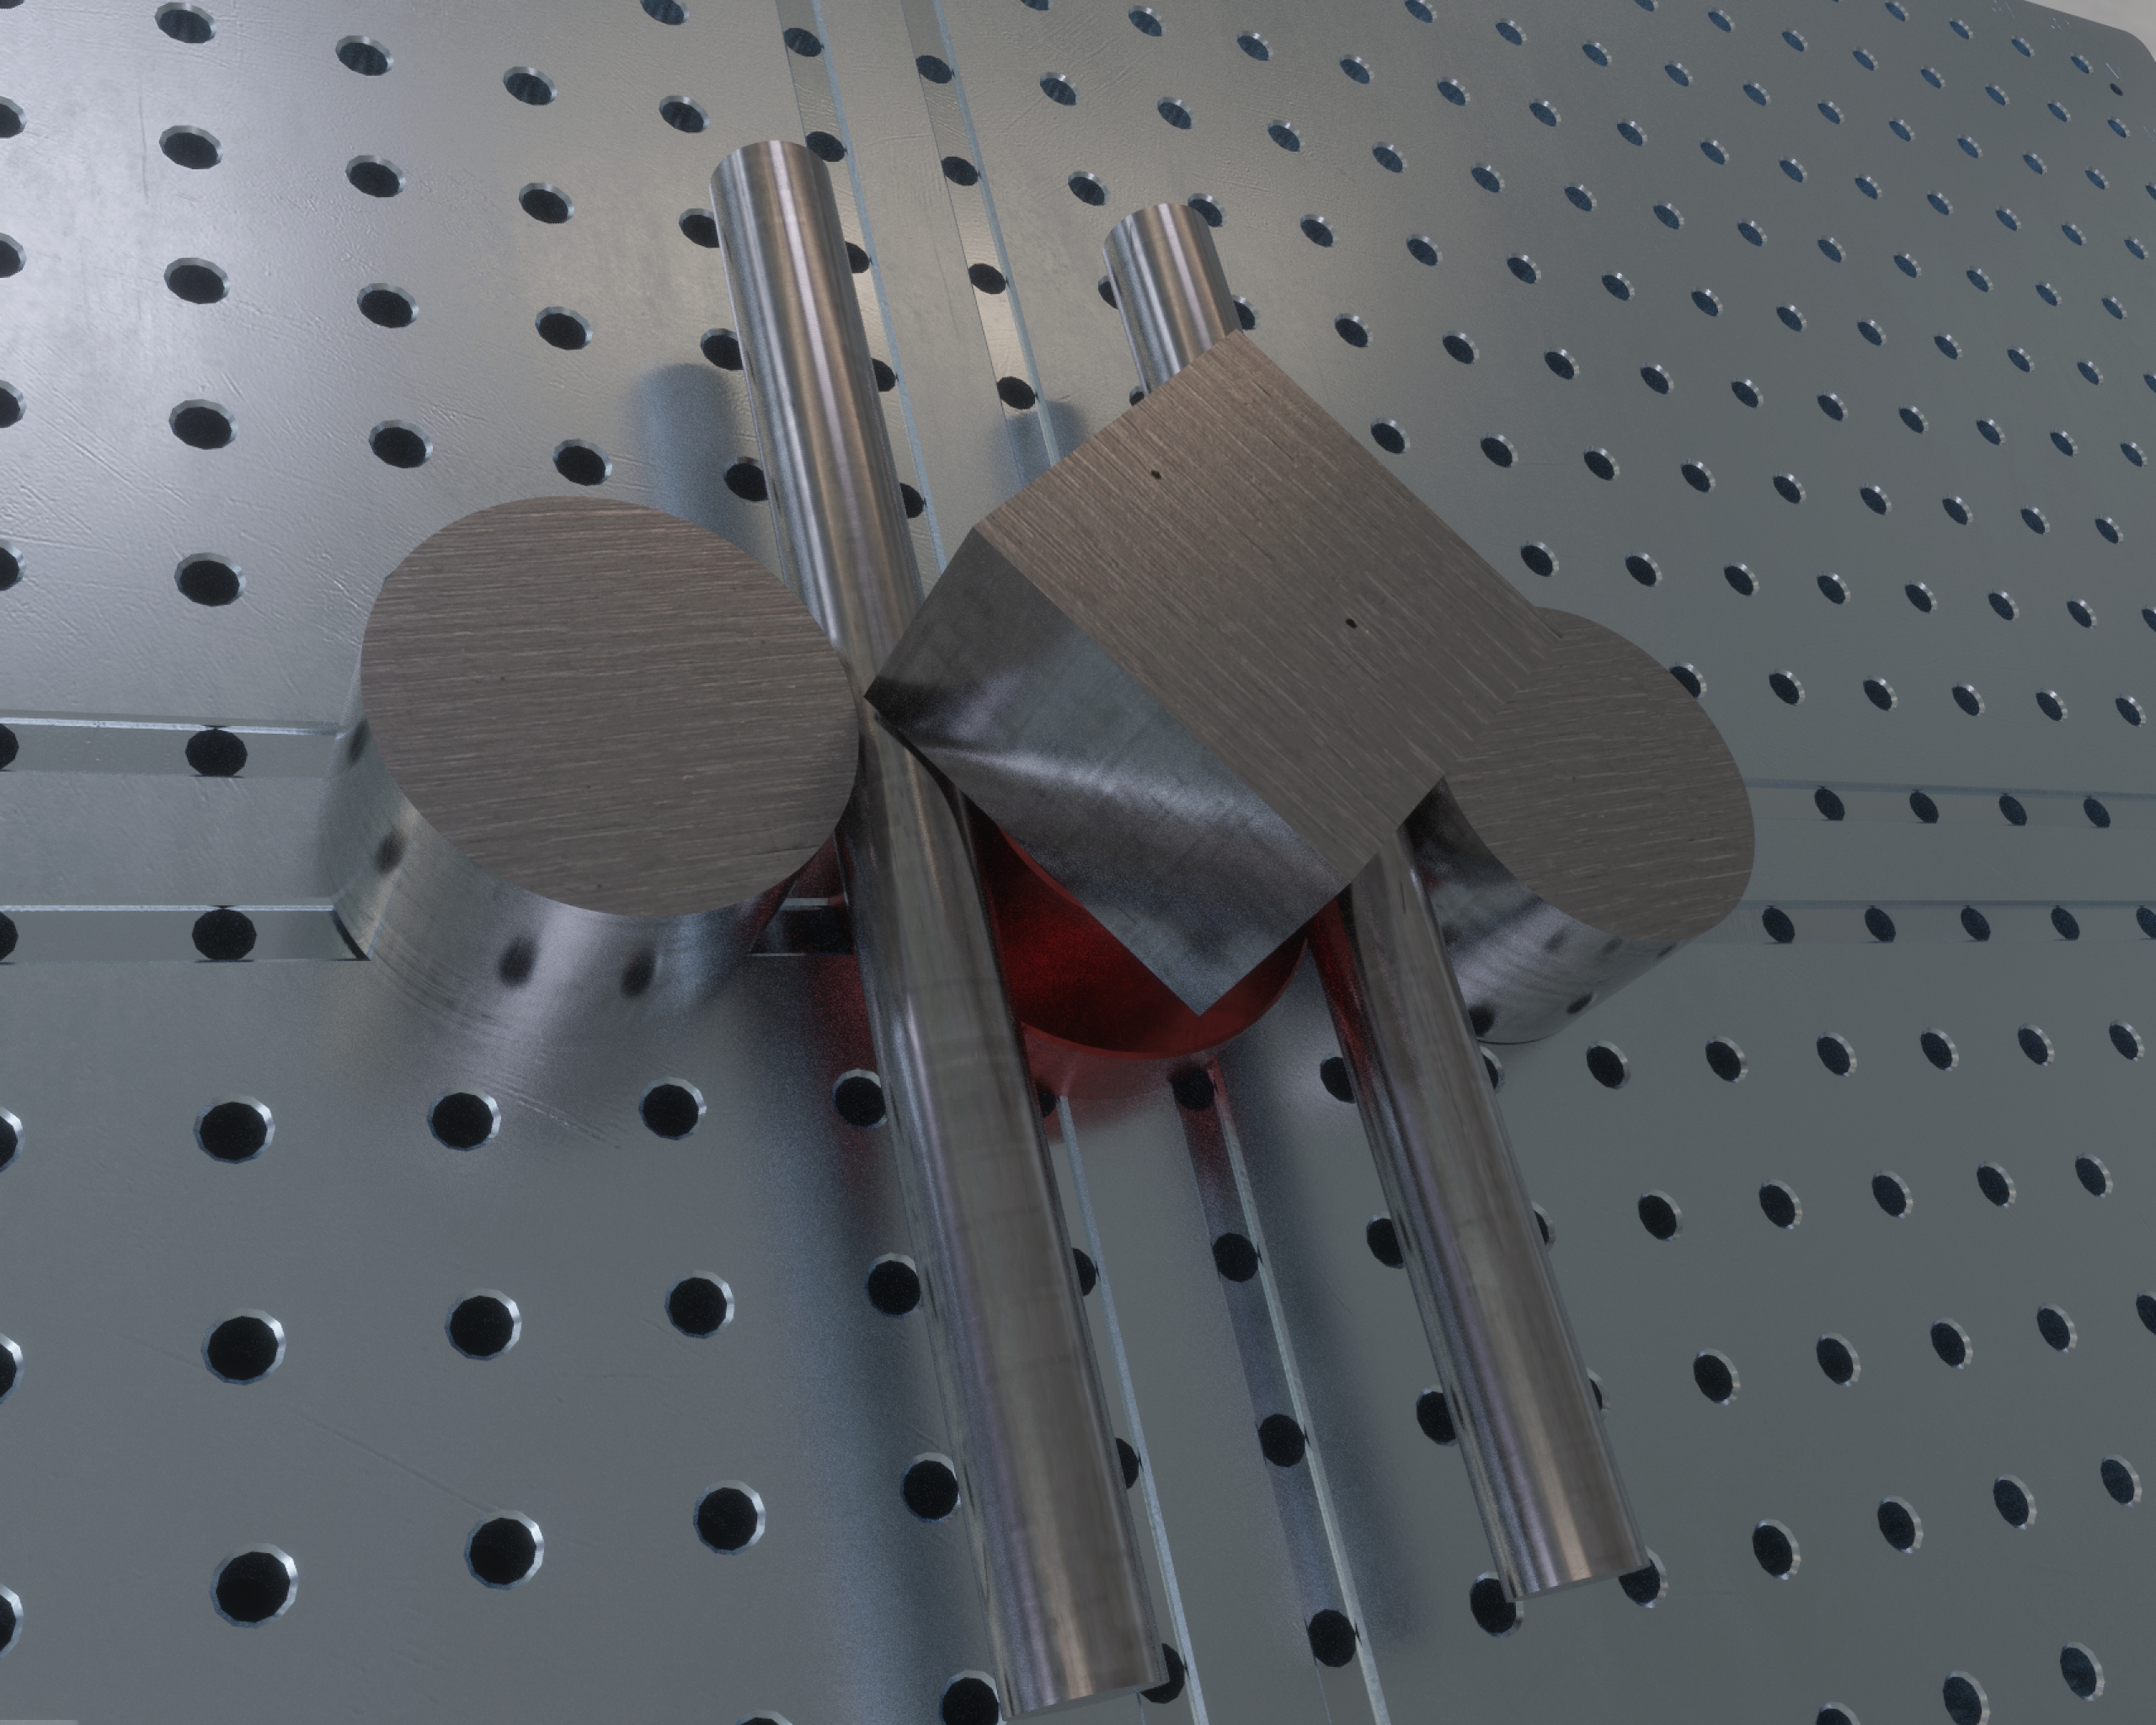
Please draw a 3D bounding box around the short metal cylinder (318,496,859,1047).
[{"bbox_3d":[-0.084,-0.015,0.356,0.081,0.050,0.080,14,56,-21],"label":"short metal cylinder"}]

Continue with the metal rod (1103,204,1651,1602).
[{"bbox_3d":[0.051,-0.010,0.415,0.025,0.025,0.299,0,62,-28],"label":"metal rod"}]

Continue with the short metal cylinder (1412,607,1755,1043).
[{"bbox_3d":[0.096,-0.008,0.448,0.081,0.050,0.080,14,56,-21],"label":"short metal cylinder"}]

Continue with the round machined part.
[{"bbox_3d":[0.003,-0.007,0.404,0.099,0.042,0.098,14,56,-21],"label":"round machined part"}]

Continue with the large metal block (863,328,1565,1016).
[{"bbox_3d":[0.025,-0.035,0.366,0.080,0.050,0.080,44,51,2],"label":"large metal block"}]

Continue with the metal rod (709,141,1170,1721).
[{"bbox_3d":[-0.031,-0.009,0.369,0.025,0.025,0.299,0,62,-28],"label":"metal rod"}]
